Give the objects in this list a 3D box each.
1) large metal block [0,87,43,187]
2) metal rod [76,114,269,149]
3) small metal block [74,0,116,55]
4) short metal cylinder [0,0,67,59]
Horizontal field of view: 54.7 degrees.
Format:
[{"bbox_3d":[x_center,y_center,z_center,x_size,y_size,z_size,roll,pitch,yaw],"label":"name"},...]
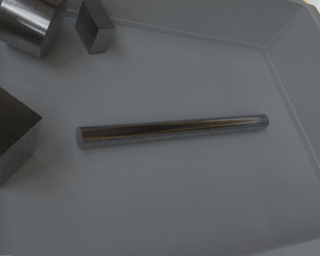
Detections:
[{"bbox_3d":[-0.162,0.002,0.282,0.080,0.080,0.050,37,51,-4],"label":"large metal block"},{"bbox_3d":[0.038,0.000,0.427,0.303,0.025,0.025,-5,64,-31],"label":"metal rod"},{"bbox_3d":[-0.091,-0.138,0.426,0.025,0.050,0.050,-19,72,-36],"label":"small metal block"},{"bbox_3d":[-0.150,-0.130,0.369,0.050,0.080,0.080,24,53,-14],"label":"short metal cylinder"}]
